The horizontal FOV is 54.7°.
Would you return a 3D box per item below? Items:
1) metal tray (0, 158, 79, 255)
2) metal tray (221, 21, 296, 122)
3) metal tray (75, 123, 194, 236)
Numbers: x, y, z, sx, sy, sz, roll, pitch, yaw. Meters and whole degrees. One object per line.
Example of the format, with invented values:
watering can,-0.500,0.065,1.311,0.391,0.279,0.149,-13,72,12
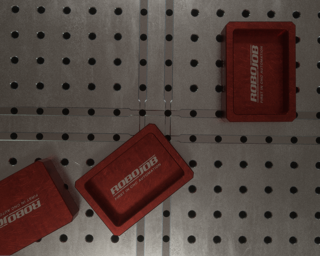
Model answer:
metal tray,-0.187,0.109,0.409,0.130,0.030,0.090,-29,90,-1
metal tray,0.130,-0.073,0.412,0.091,0.030,0.129,0,90,-1
metal tray,-0.033,0.066,0.410,0.130,0.030,0.090,-38,91,-1
